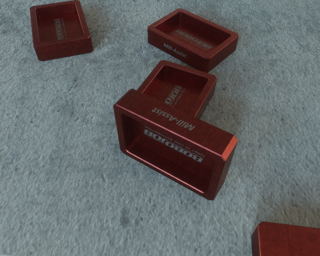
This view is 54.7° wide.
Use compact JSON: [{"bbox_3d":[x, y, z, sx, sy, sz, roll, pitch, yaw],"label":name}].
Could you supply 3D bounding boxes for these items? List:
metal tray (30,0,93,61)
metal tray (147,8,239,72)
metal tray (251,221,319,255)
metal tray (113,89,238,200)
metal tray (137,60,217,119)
[{"bbox_3d":[-0.175,-0.175,0.544,0.091,0.030,0.130,-13,51,-12],"label":"metal tray"},{"bbox_3d":[0.054,-0.153,0.528,0.130,0.030,0.090,34,58,25],"label":"metal tray"},{"bbox_3d":[0.155,0.141,0.283,0.131,0.030,0.090,6,50,4],"label":"metal tray"},{"bbox_3d":[0.013,0.019,0.344,0.130,0.089,0.030,26,55,20],"label":"metal tray"},{"bbox_3d":[0.014,-0.036,0.430,0.090,0.030,0.130,21,53,16],"label":"metal tray"}]
